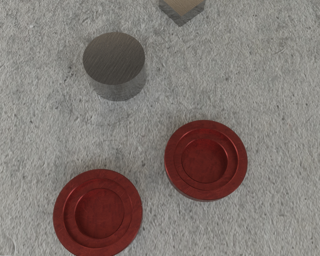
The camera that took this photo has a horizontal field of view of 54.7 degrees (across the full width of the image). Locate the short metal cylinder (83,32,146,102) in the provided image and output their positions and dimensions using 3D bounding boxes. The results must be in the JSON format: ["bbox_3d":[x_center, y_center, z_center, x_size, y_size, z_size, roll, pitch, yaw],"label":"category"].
[{"bbox_3d":[-0.060,-0.083,0.424,0.081,0.050,0.080,0,70,0],"label":"short metal cylinder"}]

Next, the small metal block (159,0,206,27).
[{"bbox_3d":[0.034,-0.193,0.479,0.050,0.025,0.050,-39,75,-13],"label":"small metal block"}]

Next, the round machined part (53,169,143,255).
[{"bbox_3d":[-0.069,0.100,0.362,0.099,0.042,0.098,0,70,-1],"label":"round machined part"}]

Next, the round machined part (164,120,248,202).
[{"bbox_3d":[0.054,0.042,0.384,0.099,0.042,0.098,0,70,-1],"label":"round machined part"}]
